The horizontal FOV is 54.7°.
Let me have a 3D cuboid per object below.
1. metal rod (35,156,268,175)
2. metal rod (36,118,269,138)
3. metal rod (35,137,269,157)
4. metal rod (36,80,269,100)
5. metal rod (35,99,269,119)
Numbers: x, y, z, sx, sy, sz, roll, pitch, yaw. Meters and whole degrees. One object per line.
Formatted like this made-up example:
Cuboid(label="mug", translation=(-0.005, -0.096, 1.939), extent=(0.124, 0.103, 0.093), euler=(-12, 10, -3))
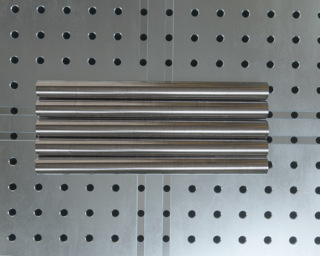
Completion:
Cuboid(label="metal rod", translation=(-0.010, 0.050, 0.413), extent=(0.302, 0.025, 0.025), euler=(0, 90, -1))
Cuboid(label="metal rod", translation=(-0.009, 0.001, 0.413), extent=(0.302, 0.025, 0.025), euler=(0, 90, -1))
Cuboid(label="metal rod", translation=(-0.010, 0.026, 0.413), extent=(0.302, 0.025, 0.025), euler=(0, 90, -1))
Cuboid(label="metal rod", translation=(-0.009, -0.050, 0.413), extent=(0.302, 0.025, 0.025), euler=(0, 90, -1))
Cuboid(label="metal rod", translation=(-0.010, -0.025, 0.413), extent=(0.302, 0.025, 0.025), euler=(0, 90, -1))
